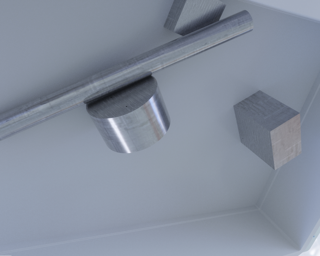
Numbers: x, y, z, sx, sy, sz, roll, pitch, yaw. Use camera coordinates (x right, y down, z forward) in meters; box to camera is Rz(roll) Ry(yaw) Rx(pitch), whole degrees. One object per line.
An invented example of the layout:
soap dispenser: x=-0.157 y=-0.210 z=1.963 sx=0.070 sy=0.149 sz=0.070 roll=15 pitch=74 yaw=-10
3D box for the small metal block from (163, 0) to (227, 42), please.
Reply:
small metal block: x=0.039 y=-0.128 z=0.353 sx=0.050 sy=0.025 sz=0.050 roll=11 pitch=113 yaw=-34

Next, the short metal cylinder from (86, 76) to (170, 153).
short metal cylinder: x=-0.034 y=-0.018 z=0.345 sx=0.080 sy=0.080 sz=0.050 roll=-29 pitch=129 yaw=-10

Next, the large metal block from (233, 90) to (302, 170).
large metal block: x=0.161 y=0.002 z=0.465 sx=0.050 sy=0.080 sz=0.080 roll=-30 pitch=129 yaw=-9

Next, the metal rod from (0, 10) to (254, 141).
metal rod: x=-0.038 y=-0.058 z=0.332 sx=0.302 sy=0.025 sz=0.025 roll=-25 pitch=128 yaw=-6
